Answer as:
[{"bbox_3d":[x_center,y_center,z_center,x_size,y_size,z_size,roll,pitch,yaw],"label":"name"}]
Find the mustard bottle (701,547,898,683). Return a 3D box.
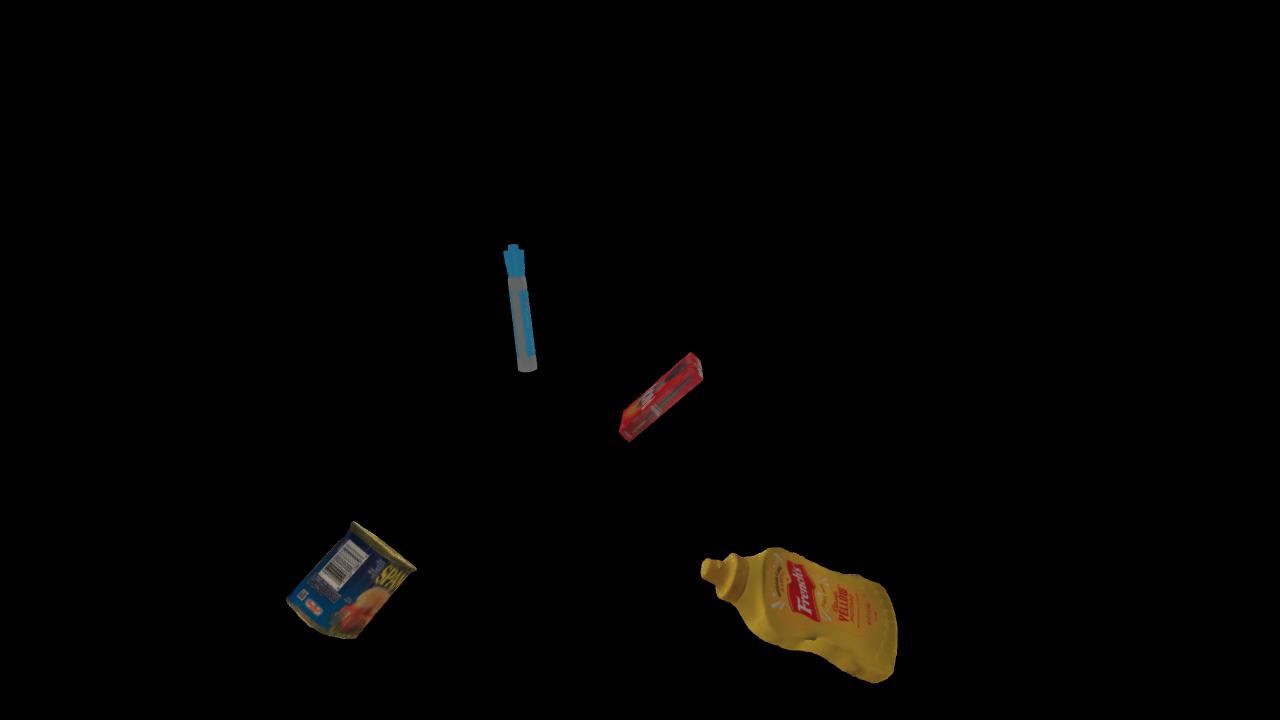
[{"bbox_3d":[0.141,0.222,0.567,0.184,0.092,0.054,22,-42,-5],"label":"mustard bottle"}]

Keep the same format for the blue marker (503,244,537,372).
[{"bbox_3d":[-0.112,-0.048,0.578,0.020,0.121,0.020,-3,19,1],"label":"blue marker"}]

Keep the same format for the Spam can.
[{"bbox_3d":[-0.274,0.213,0.590,0.058,0.085,0.101,33,-25,14],"label":"Spam can"}]

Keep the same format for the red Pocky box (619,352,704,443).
[{"bbox_3d":[0.032,0.057,0.952,0.155,0.028,0.083,-42,13,14],"label":"red Pocky box"}]
